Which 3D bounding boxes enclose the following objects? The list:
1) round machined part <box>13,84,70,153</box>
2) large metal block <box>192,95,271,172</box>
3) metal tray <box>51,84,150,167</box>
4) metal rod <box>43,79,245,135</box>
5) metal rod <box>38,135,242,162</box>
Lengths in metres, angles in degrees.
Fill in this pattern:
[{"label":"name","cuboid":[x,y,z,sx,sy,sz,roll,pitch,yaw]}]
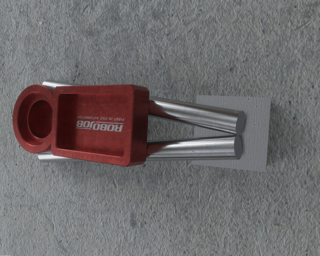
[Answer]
[{"label":"round machined part","cuboid":[-0.165,-0.013,0.452,0.098,0.042,0.097,0,89,30]},{"label":"large metal block","cuboid":[0.086,0.005,0.365,0.080,0.050,0.079,4,91,19]},{"label":"metal tray","cuboid":[-0.077,-0.006,0.378,0.130,0.030,0.089,4,91,32]},{"label":"metal rod","cuboid":[-0.044,-0.033,0.390,0.300,0.025,0.025,13,94,32]},{"label":"metal rod","cuboid":[-0.048,0.030,0.392,0.300,0.025,0.025,-5,89,32]}]
